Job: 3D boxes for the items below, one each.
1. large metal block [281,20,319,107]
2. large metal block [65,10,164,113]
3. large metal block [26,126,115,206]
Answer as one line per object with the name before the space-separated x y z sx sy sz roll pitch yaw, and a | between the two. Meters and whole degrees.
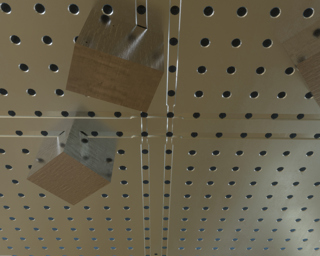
large metal block | 0.193 -0.074 0.334 0.080 0.050 0.080 -31 124 23
large metal block | -0.043 -0.069 0.316 0.080 0.080 0.050 16 128 -13
large metal block | -0.124 0.056 0.442 0.080 0.050 0.080 -34 123 25
